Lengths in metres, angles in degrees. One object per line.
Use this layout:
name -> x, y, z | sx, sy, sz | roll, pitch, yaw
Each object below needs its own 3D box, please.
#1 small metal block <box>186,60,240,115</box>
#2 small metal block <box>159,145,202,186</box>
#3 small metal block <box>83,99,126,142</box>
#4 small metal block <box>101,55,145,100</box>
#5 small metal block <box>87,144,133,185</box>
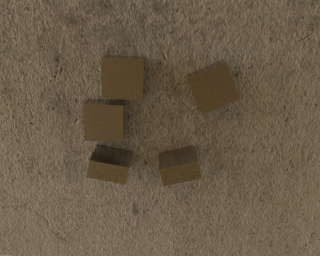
small metal block -> 0.066, -0.052, 0.391 | 0.050, 0.025, 0.050 | -23, 109, 8
small metal block -> 0.026, 0.049, 0.415 | 0.050, 0.050, 0.025 | -13, 110, 4
small metal block -> -0.072, -0.010, 0.405 | 0.050, 0.025, 0.050 | 2, 110, -1
small metal block -> -0.045, -0.063, 0.386 | 0.050, 0.025, 0.050 | 3, 110, -1
small metal block -> -0.066, 0.047, 0.413 | 0.050, 0.050, 0.025 | 12, 110, -5
